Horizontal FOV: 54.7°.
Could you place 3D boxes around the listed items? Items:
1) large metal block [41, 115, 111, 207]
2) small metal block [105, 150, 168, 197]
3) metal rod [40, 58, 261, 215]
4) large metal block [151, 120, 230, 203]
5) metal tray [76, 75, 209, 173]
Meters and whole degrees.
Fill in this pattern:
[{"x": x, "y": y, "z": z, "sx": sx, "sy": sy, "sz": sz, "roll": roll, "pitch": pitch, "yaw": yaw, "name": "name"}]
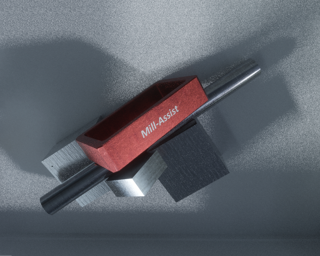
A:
[{"x": -0.091, "y": 0.043, "z": 0.409, "sx": 0.080, "sy": 0.050, "sz": 0.080, "roll": -32, "pitch": 107, "yaw": 10, "name": "large metal block"}, {"x": -0.028, "y": 0.054, "z": 0.364, "sx": 0.050, "sy": 0.050, "sz": 0.025, "roll": -14, "pitch": 114, "yaw": 44, "name": "small metal block"}, {"x": -0.007, "y": 0.007, "z": 0.373, "sx": 0.301, "sy": 0.025, "sz": 0.025, "roll": -34, "pitch": 108, "yaw": -5, "name": "metal rod"}, {"x": 0.033, "y": 0.038, "z": 0.411, "sx": 0.080, "sy": 0.050, "sz": 0.080, "roll": -32, "pitch": 107, "yaw": 10, "name": "large metal block"}, {"x": -0.021, "y": -0.010, "z": 0.343, "sx": 0.131, "sy": 0.090, "sz": 0.030, "roll": -38, "pitch": 110, "yaw": -21, "name": "metal tray"}]
